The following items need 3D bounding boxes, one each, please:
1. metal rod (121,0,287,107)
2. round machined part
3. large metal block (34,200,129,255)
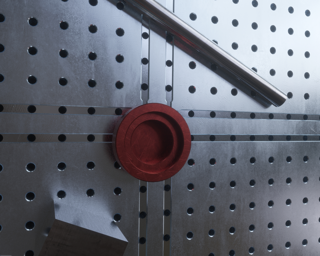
[{"bbox_3d":[0.063,-0.114,0.435,0.301,0.025,0.025,30,80,-18],"label":"metal rod"},{"bbox_3d":[-0.013,0.018,0.399,0.099,0.042,0.097,0,90,-20],"label":"round machined part"},{"bbox_3d":[-0.091,0.127,0.350,0.080,0.080,0.050,25,82,-18],"label":"large metal block"}]
